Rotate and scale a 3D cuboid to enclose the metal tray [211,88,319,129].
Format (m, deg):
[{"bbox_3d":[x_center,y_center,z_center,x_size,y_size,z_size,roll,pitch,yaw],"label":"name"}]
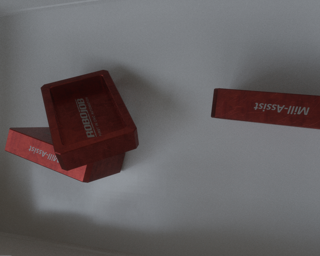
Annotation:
[{"bbox_3d":[0.128,-0.018,0.330,0.130,0.090,0.030,7,93,19],"label":"metal tray"}]

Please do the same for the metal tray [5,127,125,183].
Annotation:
[{"bbox_3d":[-0.125,0.031,0.418,0.130,0.090,0.030,17,96,18],"label":"metal tray"}]

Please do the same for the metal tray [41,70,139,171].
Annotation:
[{"bbox_3d":[-0.090,-0.016,0.383,0.091,0.030,0.130,-17,47,-14],"label":"metal tray"}]
